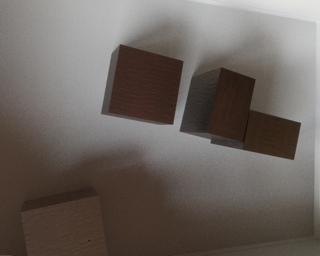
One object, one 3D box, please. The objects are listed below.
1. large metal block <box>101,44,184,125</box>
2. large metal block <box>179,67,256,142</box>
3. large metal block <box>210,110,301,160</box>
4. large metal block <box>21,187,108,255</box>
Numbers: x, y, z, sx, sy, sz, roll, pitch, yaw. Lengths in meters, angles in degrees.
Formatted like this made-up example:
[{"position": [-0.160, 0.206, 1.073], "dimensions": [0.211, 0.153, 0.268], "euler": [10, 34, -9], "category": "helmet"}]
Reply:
[{"position": [-0.023, -0.050, 0.388], "dimensions": [0.081, 0.050, 0.080], "euler": [10, 87, -20], "category": "large metal block"}, {"position": [0.073, -0.028, 0.408], "dimensions": [0.050, 0.080, 0.080], "euler": [14, 85, -19], "category": "large metal block"}, {"position": [0.129, 0.008, 0.428], "dimensions": [0.081, 0.080, 0.050], "euler": [12, 89, -20], "category": "large metal block"}, {"position": [-0.109, 0.120, 0.357], "dimensions": [0.081, 0.050, 0.080], "euler": [-9, 93, -20], "category": "large metal block"}]
